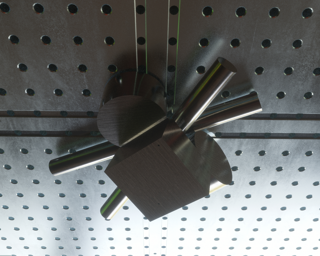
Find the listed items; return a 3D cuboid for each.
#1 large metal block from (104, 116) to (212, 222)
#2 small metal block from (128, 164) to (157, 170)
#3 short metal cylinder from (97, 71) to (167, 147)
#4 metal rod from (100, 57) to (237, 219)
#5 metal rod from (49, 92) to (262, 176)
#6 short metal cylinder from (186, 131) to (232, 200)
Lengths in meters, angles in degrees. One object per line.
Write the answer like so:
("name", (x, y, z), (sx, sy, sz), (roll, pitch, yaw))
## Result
("large metal block", (0.000, 0.047, 0.347), (0.080, 0.050, 0.080), (-32, 106, 25))
("small metal block", (-0.030, 0.054, 0.453), (0.050, 0.025, 0.050), (-22, 127, 17))
("short metal cylinder", (-0.032, -0.021, 0.373), (0.081, 0.050, 0.079), (0, 130, 0))
("metal rod", (-0.006, 0.033, 0.403), (0.025, 0.025, 0.298), (24, 126, -19))
("metal rod", (-0.017, 0.013, 0.418), (0.301, 0.025, 0.025), (-18, 128, 14))
("short metal cylinder", (0.052, 0.050, 0.415), (0.050, 0.080, 0.080), (-35, 122, 27))
